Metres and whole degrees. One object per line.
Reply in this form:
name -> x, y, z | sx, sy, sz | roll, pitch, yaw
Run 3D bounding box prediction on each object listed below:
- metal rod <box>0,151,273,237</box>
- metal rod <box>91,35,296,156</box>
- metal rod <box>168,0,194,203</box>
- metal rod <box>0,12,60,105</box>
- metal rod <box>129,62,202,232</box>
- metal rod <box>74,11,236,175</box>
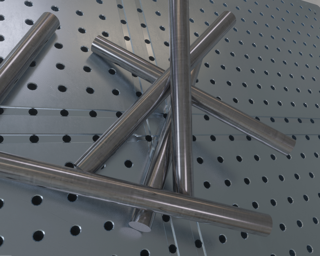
metal rod -> -0.026, 0.070, 0.321 | 0.302, 0.025, 0.025 | 15, 55, -9
metal rod -> 0.042, -0.046, 0.423 | 0.301, 0.025, 0.025 | 29, 51, 4
metal rod -> 0.025, -0.053, 0.373 | 0.025, 0.025, 0.298 | 0, 87, -28
metal rod -> -0.182, -0.030, 0.327 | 0.025, 0.025, 0.300 | 26, 53, -12
metal rod -> 0.019, -0.007, 0.421 | 0.025, 0.025, 0.300 | 28, 52, -11
metal rod -> 0.008, -0.056, 0.394 | 0.025, 0.025, 0.301 | 42, 67, 0
